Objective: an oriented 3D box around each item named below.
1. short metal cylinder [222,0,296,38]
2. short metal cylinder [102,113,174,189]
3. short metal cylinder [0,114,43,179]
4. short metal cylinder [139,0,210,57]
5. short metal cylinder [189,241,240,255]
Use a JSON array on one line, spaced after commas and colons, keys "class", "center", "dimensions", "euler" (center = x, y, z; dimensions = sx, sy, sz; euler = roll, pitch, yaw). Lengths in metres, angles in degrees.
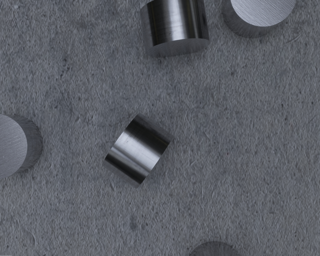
[{"class": "short metal cylinder", "center": [0.125, -0.162, 0.398], "dimensions": [0.081, 0.050, 0.080], "euler": [0, 90, 0]}, {"class": "short metal cylinder", "center": [-0.027, 0.028, 0.382], "dimensions": [0.050, 0.080, 0.080], "euler": [35, 90, 0]}, {"class": "short metal cylinder", "center": [-0.199, 0.022, 0.396], "dimensions": [0.081, 0.050, 0.080], "euler": [0, 90, 0]}, {"class": "short metal cylinder", "center": [0.018, -0.123, 0.382], "dimensions": [0.080, 0.080, 0.050], "euler": [-8, 90, 0]}, {"class": "short metal cylinder", "center": [0.074, 0.195, 0.398], "dimensions": [0.081, 0.050, 0.080], "euler": [0, 90, 0]}]
